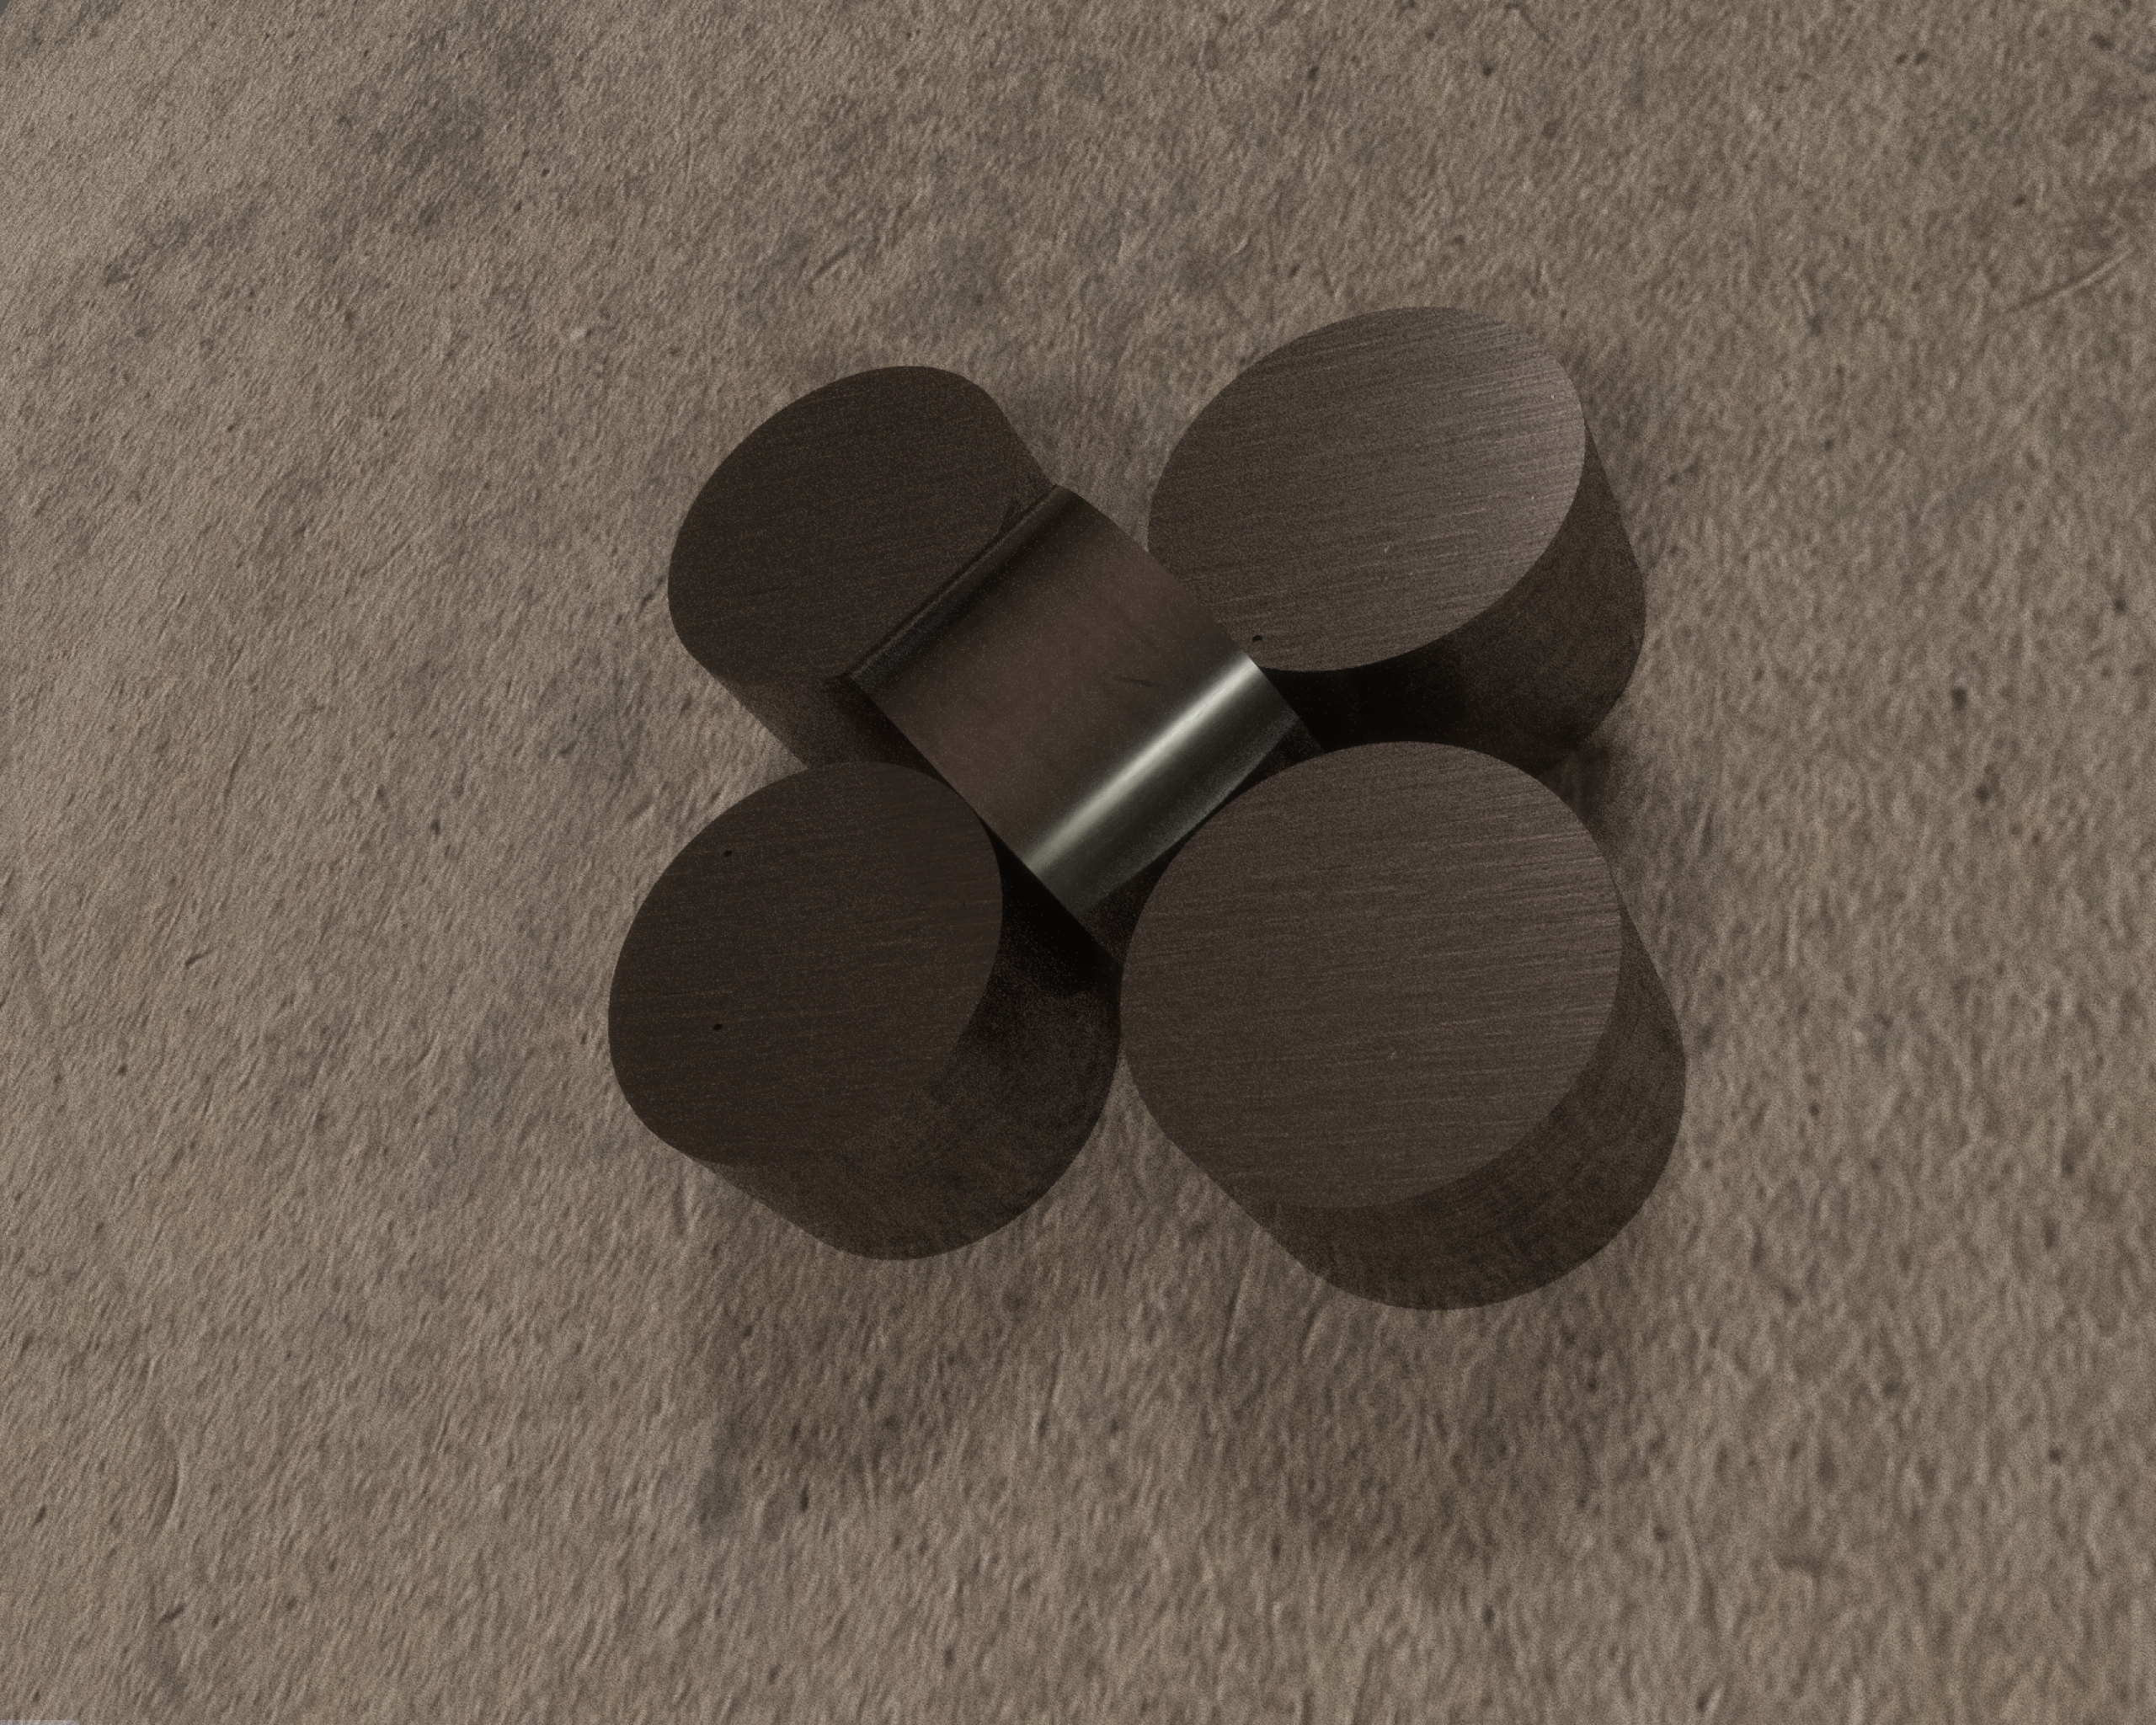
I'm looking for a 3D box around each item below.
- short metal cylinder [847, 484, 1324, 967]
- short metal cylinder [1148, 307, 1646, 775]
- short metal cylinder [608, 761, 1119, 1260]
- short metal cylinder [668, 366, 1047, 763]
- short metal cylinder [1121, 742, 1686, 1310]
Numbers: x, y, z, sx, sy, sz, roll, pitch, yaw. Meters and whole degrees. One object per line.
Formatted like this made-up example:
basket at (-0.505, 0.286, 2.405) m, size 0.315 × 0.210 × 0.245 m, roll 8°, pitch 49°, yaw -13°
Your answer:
short metal cylinder at (0.004, -0.022, 0.381) m, size 0.050 × 0.080 × 0.080 m, roll -43°, pitch 51°, yaw -1°
short metal cylinder at (0.060, -0.056, 0.389) m, size 0.080 × 0.050 × 0.080 m, roll -13°, pitch 56°, yaw 20°
short metal cylinder at (-0.039, 0.028, 0.390) m, size 0.080 × 0.050 × 0.080 m, roll -13°, pitch 56°, yaw 20°
short metal cylinder at (-0.039, -0.058, 0.442) m, size 0.080 × 0.050 × 0.080 m, roll -13°, pitch 56°, yaw 20°
short metal cylinder at (0.054, 0.027, 0.342) m, size 0.080 × 0.050 × 0.080 m, roll -13°, pitch 56°, yaw 20°
